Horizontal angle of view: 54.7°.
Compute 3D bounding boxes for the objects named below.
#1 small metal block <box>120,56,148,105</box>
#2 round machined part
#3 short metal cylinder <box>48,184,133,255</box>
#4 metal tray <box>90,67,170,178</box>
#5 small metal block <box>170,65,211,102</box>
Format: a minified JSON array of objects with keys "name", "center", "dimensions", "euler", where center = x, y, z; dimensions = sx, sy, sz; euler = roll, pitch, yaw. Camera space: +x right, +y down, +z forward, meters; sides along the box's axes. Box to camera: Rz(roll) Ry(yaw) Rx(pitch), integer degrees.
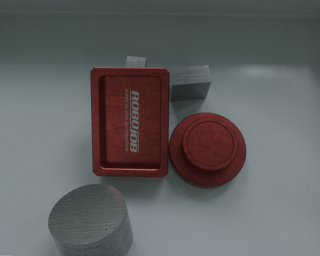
[{"name":"small metal block","center":[-0.033,-0.061,0.418],"dimensions":[0.025,0.050,0.050],"euler":[7,70,5]},{"name":"round machined part","center":[0.061,0.025,0.392],"dimensions":[0.099,0.042,0.098],"euler":[0,70,-1]},{"name":"short metal cylinder","center":[-0.073,0.107,0.336],"dimensions":[0.080,0.050,0.080],"euler":[-4,34,3]},{"name":"metal tray","center":[-0.034,-0.007,0.375],"dimensions":[0.091,0.030,0.129],"euler":[1,99,2]},{"name":"small metal block","center":[0.039,-0.059,0.419],"dimensions":[0.050,0.050,0.025],"euler":[-5,70,-2]}]
